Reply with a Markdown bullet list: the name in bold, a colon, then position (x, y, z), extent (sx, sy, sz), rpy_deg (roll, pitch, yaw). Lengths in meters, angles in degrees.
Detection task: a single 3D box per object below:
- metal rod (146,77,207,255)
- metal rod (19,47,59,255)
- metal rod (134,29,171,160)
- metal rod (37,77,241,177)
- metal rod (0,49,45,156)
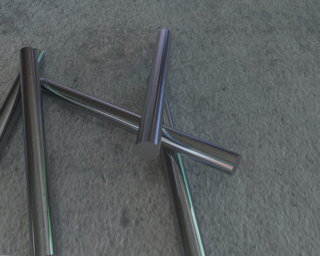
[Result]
- **metal rod**: position (0.016, 0.042, 0.367), extent (0.025, 0.025, 0.300), rpy_deg (-7, 50, -6)
- **metal rod**: position (-0.153, 0.008, 0.378), extent (0.025, 0.025, 0.299), rpy_deg (-13, 56, -11)
- **metal rod**: position (-0.002, -0.069, 0.421), extent (0.025, 0.025, 0.300), rpy_deg (3, 38, 2)
- **metal rod**: position (-0.046, -0.011, 0.388), extent (0.300, 0.025, 0.025), rpy_deg (22, 53, 26)
- **metal rod**: position (-0.205, -0.003, 0.403), extent (0.025, 0.025, 0.300), rpy_deg (2, 50, 1)
